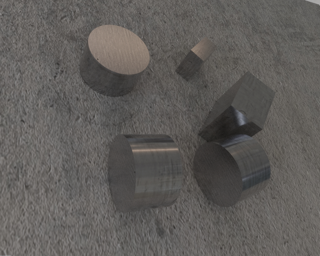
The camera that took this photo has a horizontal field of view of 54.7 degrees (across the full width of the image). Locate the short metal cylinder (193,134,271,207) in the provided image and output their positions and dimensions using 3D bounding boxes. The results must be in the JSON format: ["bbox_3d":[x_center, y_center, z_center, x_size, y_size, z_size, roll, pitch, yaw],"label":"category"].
[{"bbox_3d":[0.087,0.051,0.384,0.050,0.080,0.080,-14,69,-34],"label":"short metal cylinder"}]

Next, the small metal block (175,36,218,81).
[{"bbox_3d":[0.057,-0.108,0.484,0.025,0.050,0.050,42,51,0],"label":"small metal block"}]

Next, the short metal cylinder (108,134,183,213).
[{"bbox_3d":[-0.019,0.046,0.330,0.050,0.080,0.080,0,62,-28],"label":"short metal cylinder"}]

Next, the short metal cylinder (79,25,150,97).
[{"bbox_3d":[-0.061,-0.088,0.409,0.081,0.050,0.080,14,56,-21],"label":"short metal cylinder"}]

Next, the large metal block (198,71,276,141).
[{"bbox_3d":[0.108,-0.020,0.439,0.050,0.080,0.080,37,51,-4],"label":"large metal block"}]
